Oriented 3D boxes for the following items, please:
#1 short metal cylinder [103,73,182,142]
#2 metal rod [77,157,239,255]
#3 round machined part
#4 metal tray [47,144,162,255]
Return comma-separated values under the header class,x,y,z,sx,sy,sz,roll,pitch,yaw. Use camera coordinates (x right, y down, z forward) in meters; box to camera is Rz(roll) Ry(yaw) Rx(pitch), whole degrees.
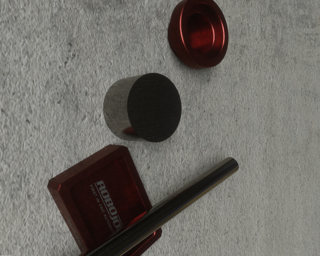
class,x,y,z,sx,sy,sz,roll,pitch,yaw
short metal cylinder,-0.020,-0.023,0.373,0.081,0.050,0.079,0,90,-40
metal rod,-0.001,0.102,0.366,0.302,0.025,0.025,-24,106,-39
round machined part,0.050,-0.132,0.437,0.099,0.042,0.097,0,90,-40
metal tray,-0.057,0.095,0.355,0.091,0.030,0.129,-33,111,-35
